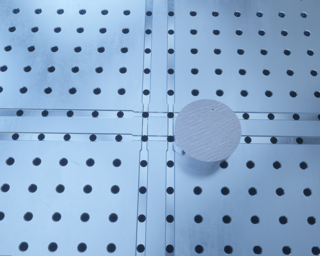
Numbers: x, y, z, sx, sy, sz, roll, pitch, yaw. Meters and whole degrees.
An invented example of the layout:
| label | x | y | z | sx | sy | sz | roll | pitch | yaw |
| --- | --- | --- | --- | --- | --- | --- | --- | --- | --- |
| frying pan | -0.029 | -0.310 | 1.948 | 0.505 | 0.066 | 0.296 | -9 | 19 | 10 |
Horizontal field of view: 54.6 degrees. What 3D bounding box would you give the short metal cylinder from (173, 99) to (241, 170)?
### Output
| label | x | y | z | sx | sy | sz | roll | pitch | yaw |
| --- | --- | --- | --- | --- | --- | --- | --- | --- | --- |
| short metal cylinder | 0.058 | 0.010 | 0.395 | 0.080 | 0.050 | 0.080 | 0 | 70 | 0 |
